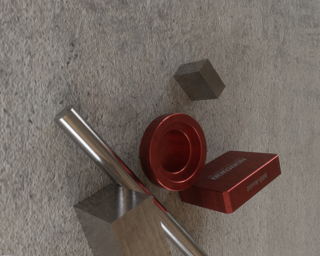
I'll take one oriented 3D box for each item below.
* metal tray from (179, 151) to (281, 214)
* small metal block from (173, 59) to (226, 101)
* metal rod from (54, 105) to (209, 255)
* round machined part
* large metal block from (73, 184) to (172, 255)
[{"bbox_3d":[0.101,0.071,0.446,0.131,0.090,0.030,-23,105,-38],"label":"metal tray"},{"bbox_3d":[0.055,-0.066,0.434,0.050,0.050,0.025,49,61,-29],"label":"small metal block"},{"bbox_3d":[-0.019,0.091,0.388,0.025,0.025,0.300,-52,121,-27],"label":"metal rod"},{"bbox_3d":[0.013,0.030,0.404,0.099,0.042,0.097,0,90,-40],"label":"round machined part"},{"bbox_3d":[-0.041,0.113,0.335,0.050,0.080,0.080,-28,108,-36],"label":"large metal block"}]
